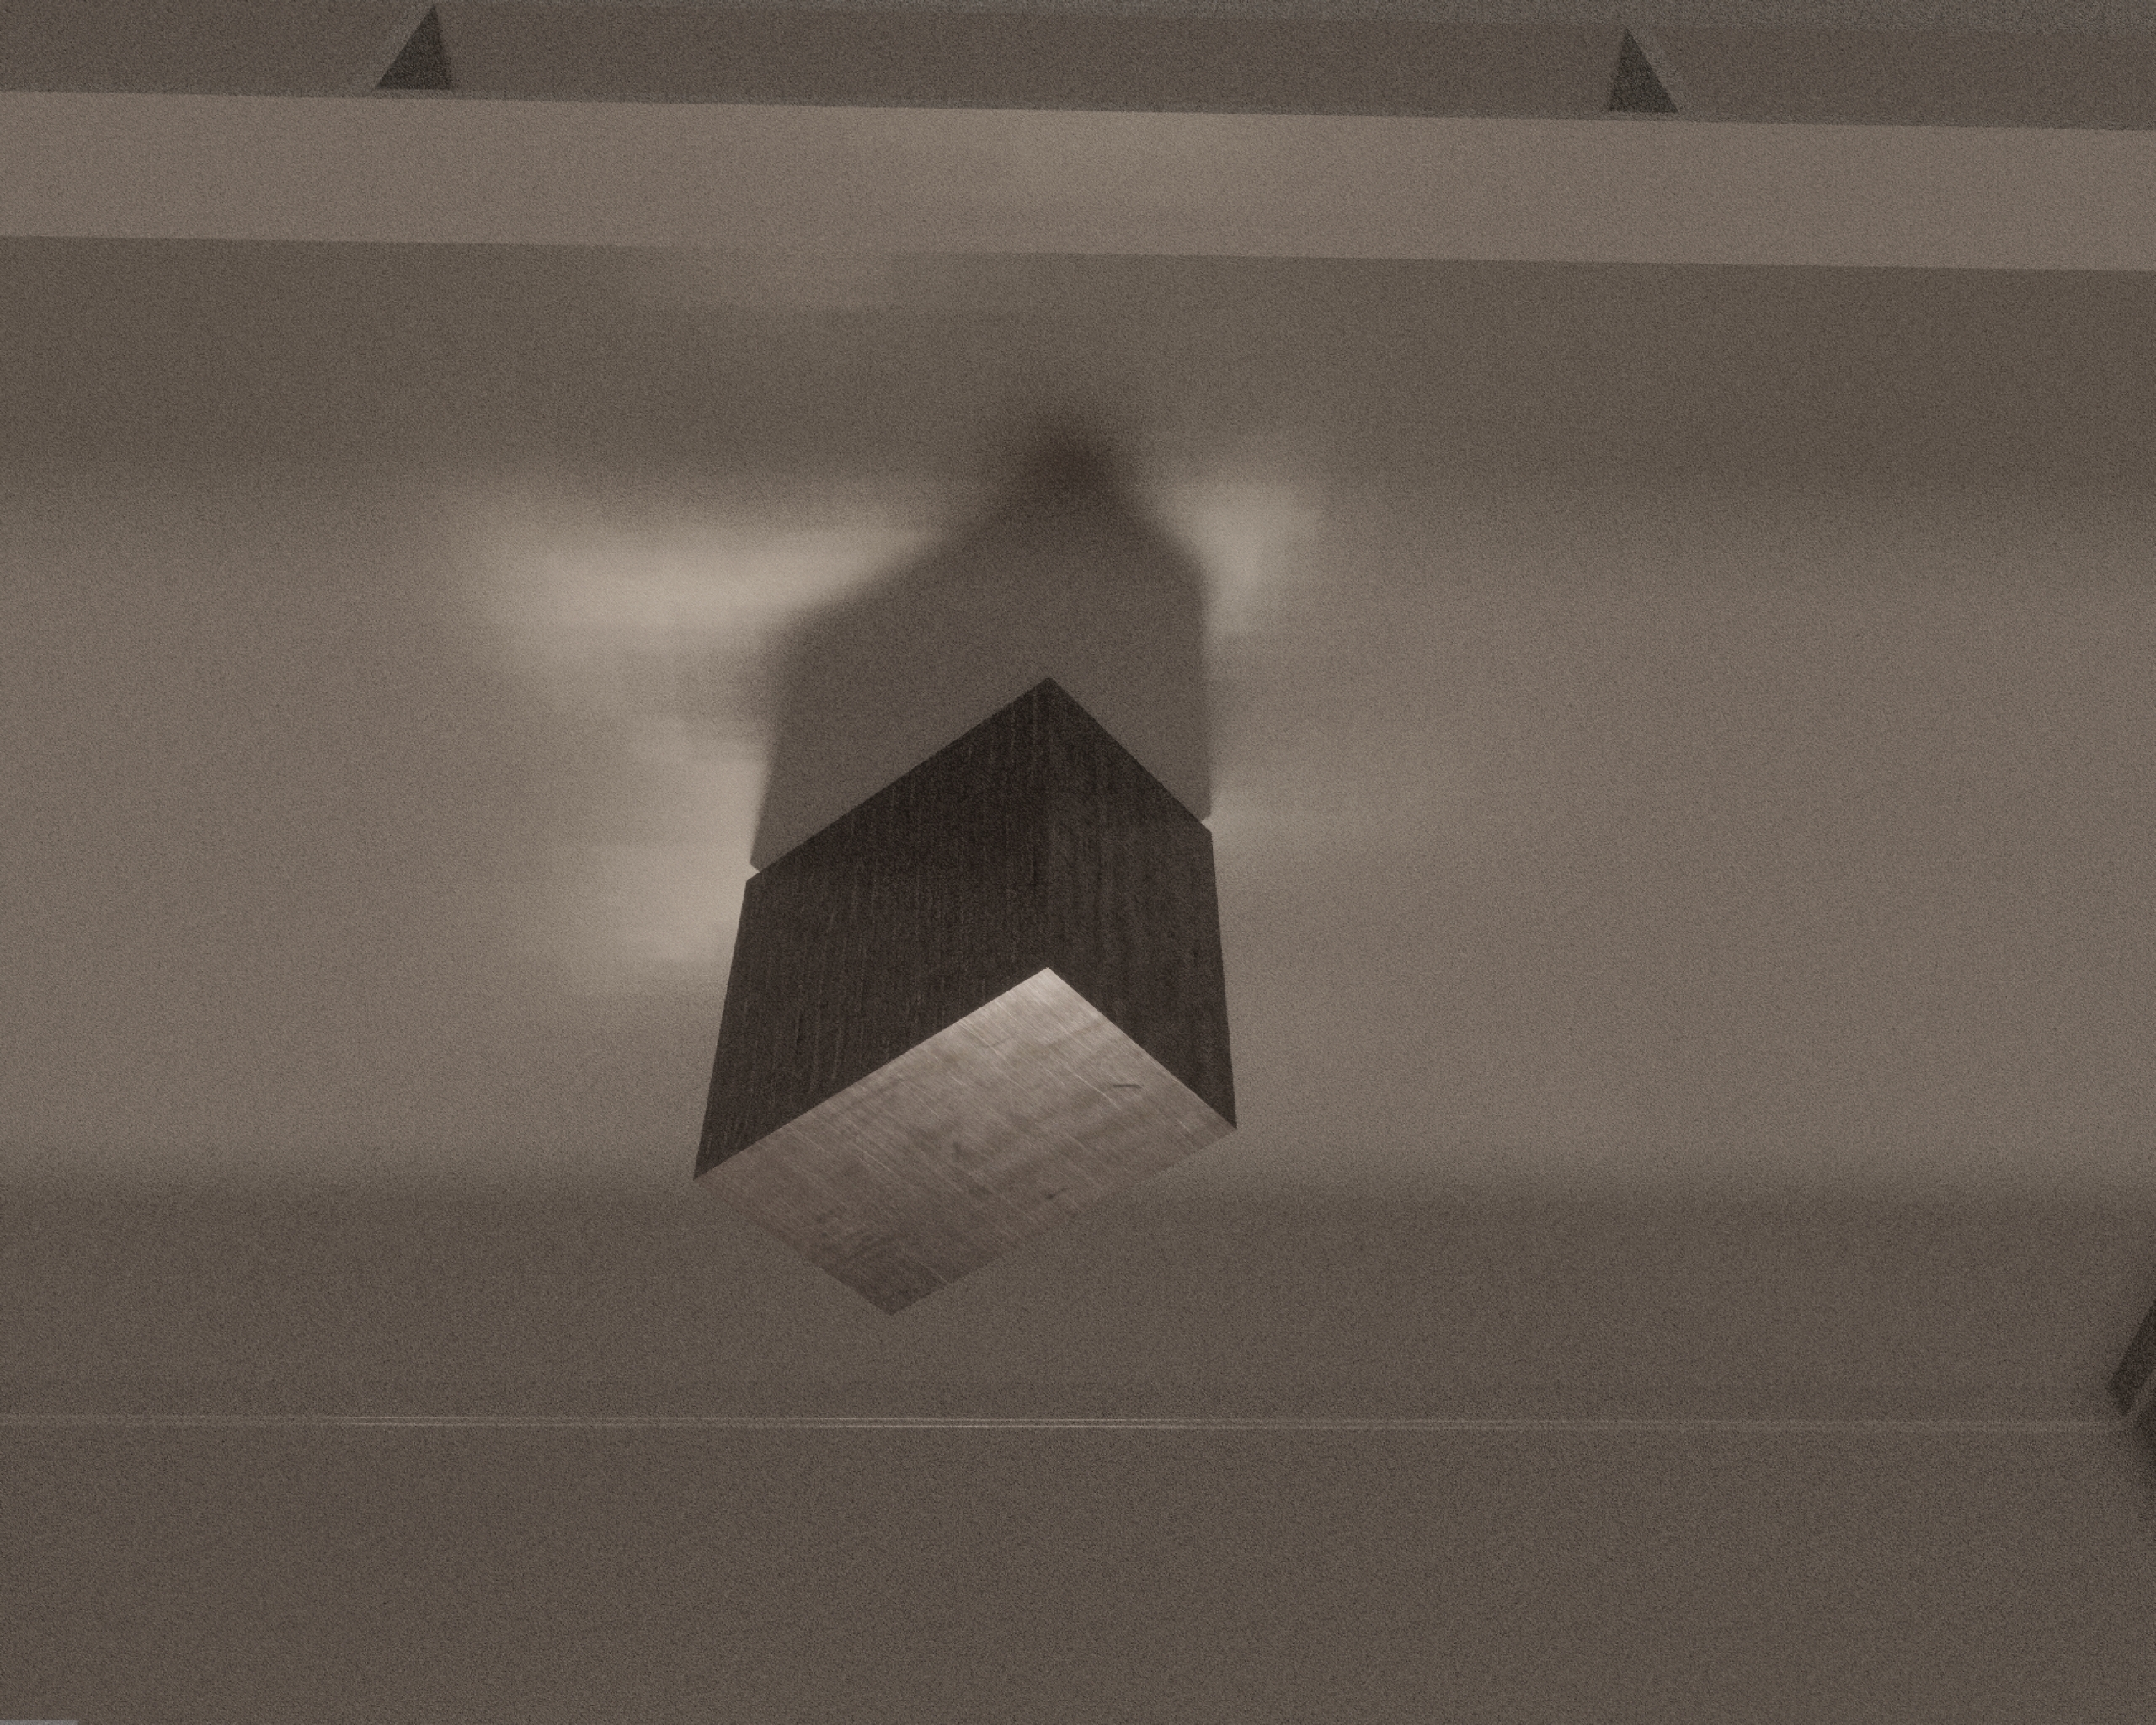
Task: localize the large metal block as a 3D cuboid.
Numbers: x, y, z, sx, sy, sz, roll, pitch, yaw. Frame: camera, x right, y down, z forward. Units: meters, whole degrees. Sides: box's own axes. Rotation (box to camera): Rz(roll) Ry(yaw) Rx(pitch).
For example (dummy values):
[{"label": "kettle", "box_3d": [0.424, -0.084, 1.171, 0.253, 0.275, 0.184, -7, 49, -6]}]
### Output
[{"label": "large metal block", "box_3d": [-0.020, 0.025, 0.390, 0.080, 0.080, 0.050, -32, 123, 24]}]
